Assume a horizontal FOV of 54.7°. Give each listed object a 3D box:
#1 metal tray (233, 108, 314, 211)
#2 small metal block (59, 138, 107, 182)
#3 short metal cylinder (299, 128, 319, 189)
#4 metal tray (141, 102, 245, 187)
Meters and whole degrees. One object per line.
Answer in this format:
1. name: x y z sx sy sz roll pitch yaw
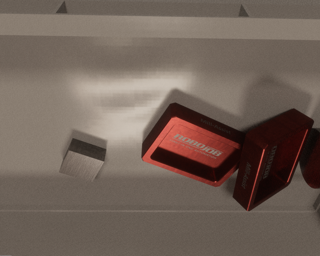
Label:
1. metal tray: 0.149 0.046 0.418 0.091 0.030 0.129 -24 135 -24
2. small metal block: -0.112 0.047 0.448 0.050 0.025 0.050 21 127 -18
3. short metal cylinder: 0.227 0.040 0.410 0.050 0.080 0.079 -1 130 0
4. metal tray: 0.051 0.028 0.430 0.131 0.030 0.089 22 127 -19
